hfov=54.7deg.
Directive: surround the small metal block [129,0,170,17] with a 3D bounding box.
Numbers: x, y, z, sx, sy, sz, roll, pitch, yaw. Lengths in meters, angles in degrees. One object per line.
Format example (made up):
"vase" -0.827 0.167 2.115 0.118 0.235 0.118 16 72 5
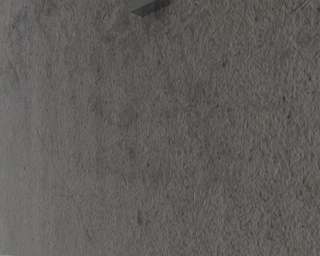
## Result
"small metal block" -0.016 -0.185 0.418 0.050 0.025 0.050 -8 85 39
